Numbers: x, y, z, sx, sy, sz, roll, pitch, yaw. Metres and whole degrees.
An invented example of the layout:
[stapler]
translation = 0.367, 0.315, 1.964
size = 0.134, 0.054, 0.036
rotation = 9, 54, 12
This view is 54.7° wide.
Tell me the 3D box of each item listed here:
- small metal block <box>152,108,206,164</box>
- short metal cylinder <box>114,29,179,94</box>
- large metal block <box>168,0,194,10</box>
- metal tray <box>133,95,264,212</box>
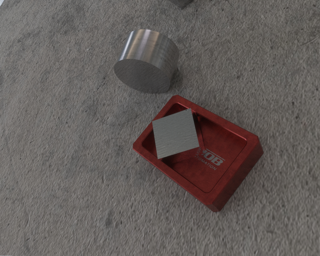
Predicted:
[small metal block]
translation = 0.022, 0.011, 0.366
size = 0.050, 0.025, 0.050
rotation = -19, 61, 17
[short metal cylinder]
translation = -0.018, -0.091, 0.434
size = 0.080, 0.080, 0.050
rotation = 4, 64, 30
[large metal block]
translation = 0.038, -0.261, 0.528
size = 0.080, 0.050, 0.080
rotation = -40, 51, 1
[metal tray]
translation = 0.040, 0.024, 0.364
size = 0.130, 0.030, 0.090
rotation = 33, 80, 38
